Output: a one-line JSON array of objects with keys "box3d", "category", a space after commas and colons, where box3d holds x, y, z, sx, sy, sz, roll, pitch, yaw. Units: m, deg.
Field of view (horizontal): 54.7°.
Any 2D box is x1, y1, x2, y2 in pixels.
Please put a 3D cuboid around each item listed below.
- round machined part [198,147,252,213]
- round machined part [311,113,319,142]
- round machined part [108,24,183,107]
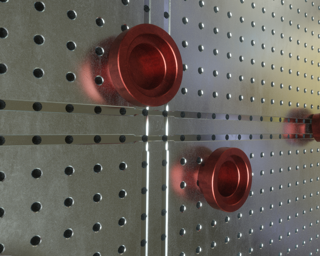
[{"box3d": [0.098, 0.078, 0.483, 0.099, 0.042, 0.097, 0, 90, -40], "category": "round machined part"}, {"box3d": [0.387, -0.002, 0.722, 0.099, 0.042, 0.097, 8, 79, -46], "category": "round machined part"}, {"box3d": [-0.021, -0.074, 0.382, 0.099, 0.042, 0.097, 0, 90, -40], "category": "round machined part"}]
